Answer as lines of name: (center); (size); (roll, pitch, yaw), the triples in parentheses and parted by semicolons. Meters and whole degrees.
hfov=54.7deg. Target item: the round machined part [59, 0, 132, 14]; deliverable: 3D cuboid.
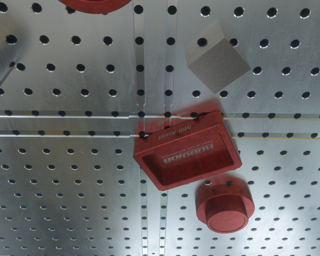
round machined part: (-0.058, -0.155, 0.268); (0.099, 0.042, 0.097); (-1, 130, 0)

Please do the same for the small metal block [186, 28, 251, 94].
small metal block: (0.065, -0.074, 0.350); (0.050, 0.025, 0.050); (-35, 122, 26)

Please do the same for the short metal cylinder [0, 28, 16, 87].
short metal cylinder: (-0.204, -0.073, 0.330); (0.081, 0.050, 0.079); (0, 130, 0)

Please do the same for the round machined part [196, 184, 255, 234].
round machined part: (0.111, 0.142, 0.524); (0.099, 0.042, 0.097); (-1, 130, 0)

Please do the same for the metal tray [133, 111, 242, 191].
metal tray: (0.039, 0.037, 0.440); (0.130, 0.030, 0.090); (-20, 128, 16)
